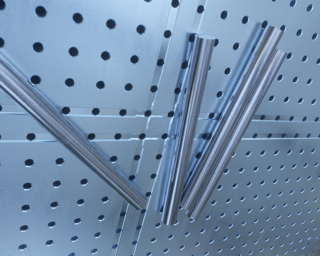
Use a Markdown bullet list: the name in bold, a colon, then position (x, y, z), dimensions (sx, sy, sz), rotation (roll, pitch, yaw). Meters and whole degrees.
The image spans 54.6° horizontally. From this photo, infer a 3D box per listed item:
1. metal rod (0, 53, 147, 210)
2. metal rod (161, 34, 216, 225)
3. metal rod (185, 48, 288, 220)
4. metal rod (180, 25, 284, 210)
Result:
- **metal rod**: position (-0.099, 0.018, 0.367), dimensions (0.025, 0.025, 0.300), rotation (-39, 129, -2)
- **metal rod**: position (0.034, 0.021, 0.441), dimensions (0.025, 0.025, 0.298), rotation (-6, 121, -26)
- **metal rod**: position (0.111, 0.020, 0.482), dimensions (0.025, 0.025, 0.298), rotation (10, 113, -33)
- **metal rod**: position (0.097, -0.003, 0.460), dimensions (0.025, 0.025, 0.298), rotation (10, 113, -33)
